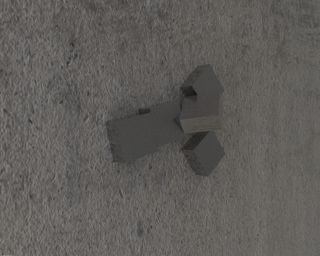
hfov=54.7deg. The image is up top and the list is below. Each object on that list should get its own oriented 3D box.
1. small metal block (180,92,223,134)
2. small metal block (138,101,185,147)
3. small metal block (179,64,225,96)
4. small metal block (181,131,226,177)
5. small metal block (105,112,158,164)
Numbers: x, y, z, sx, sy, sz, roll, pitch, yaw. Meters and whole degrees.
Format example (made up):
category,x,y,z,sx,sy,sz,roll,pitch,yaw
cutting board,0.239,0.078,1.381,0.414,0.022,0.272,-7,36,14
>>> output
category,x,y,z,sx,sy,sz,roll,pitch,yaw
small metal block,0.057,-0.021,0.418,0.050,0.050,0.025,-76,152,-47
small metal block,0.003,-0.006,0.407,0.050,0.025,0.050,-18,101,-39
small metal block,0.063,-0.058,0.457,0.050,0.025,0.050,-52,120,-27
small metal block,0.065,0.035,0.459,0.050,0.025,0.050,-45,117,-30
small metal block,-0.034,0.011,0.376,0.050,0.025,0.050,-17,101,-39
